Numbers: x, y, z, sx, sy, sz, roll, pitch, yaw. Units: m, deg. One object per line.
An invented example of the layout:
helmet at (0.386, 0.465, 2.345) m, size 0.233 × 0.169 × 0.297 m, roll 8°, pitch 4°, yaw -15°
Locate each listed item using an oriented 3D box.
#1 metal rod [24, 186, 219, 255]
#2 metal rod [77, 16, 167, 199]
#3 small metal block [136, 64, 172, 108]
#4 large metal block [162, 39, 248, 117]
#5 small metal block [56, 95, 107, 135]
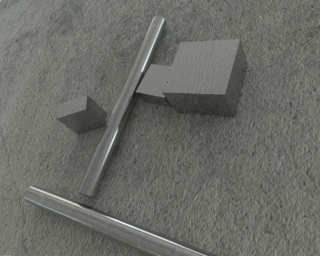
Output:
metal rod at (-0.055, 0.115, 0.360) m, size 0.300 × 0.025 × 0.025 m, roll 10°, pitch 67°, yaw 32°
metal rod at (-0.048, -0.044, 0.454) m, size 0.025 × 0.025 × 0.300 m, roll 6°, pitch 65°, yaw 30°
small metal block at (0.002, -0.061, 0.439) m, size 0.050 × 0.025 × 0.050 m, roll 15°, pitch 69°, yaw 34°
large metal block at (0.060, -0.063, 0.395) m, size 0.080 × 0.050 × 0.080 m, roll 6°, pitch 64°, yaw 30°
small metal block at (-0.114, -0.018, 0.457) m, size 0.050 × 0.050 × 0.025 m, roll -16°, pitch 56°, yaw 19°
